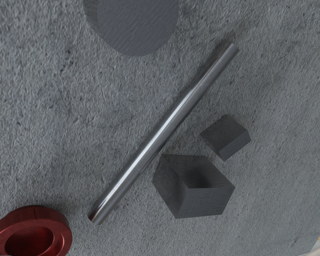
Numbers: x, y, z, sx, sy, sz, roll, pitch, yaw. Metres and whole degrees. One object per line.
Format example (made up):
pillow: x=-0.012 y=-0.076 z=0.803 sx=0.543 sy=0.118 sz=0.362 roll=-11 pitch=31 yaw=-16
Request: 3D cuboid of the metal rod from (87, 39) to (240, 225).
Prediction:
metal rod: x=0.000 y=0.011 z=0.415 sx=0.025 sy=0.025 sz=0.299 roll=31 pitch=101 yaw=-39

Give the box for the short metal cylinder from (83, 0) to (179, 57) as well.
short metal cylinder: x=-0.029 y=-0.117 z=0.304 sx=0.081 sy=0.050 sz=0.079 roll=-14 pitch=124 yaw=-21

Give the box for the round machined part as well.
round machined part: x=-0.165 y=0.137 z=0.391 sx=0.099 sy=0.042 sz=0.097 roll=-14 pitch=125 yaw=-21

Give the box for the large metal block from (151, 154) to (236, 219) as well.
large metal block: x=0.046 y=0.082 z=0.449 sx=0.081 sy=0.080 sz=0.050 roll=5 pitch=116 yaw=-31

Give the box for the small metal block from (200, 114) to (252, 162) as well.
small metal block: x=0.095 y=0.013 z=0.453 sx=0.050 sy=0.050 sz=0.025 roll=-37 pitch=130 yaw=-4
